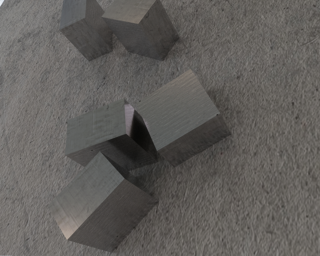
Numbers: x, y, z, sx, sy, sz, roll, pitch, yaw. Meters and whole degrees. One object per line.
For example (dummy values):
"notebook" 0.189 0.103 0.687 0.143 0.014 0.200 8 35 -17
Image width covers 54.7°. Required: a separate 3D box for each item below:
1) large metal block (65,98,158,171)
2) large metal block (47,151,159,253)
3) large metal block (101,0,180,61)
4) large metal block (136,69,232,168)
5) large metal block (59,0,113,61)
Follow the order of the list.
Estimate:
"large metal block" -0.058 0.017 0.389 0.080 0.080 0.050 -19 54 17
"large metal block" -0.061 0.085 0.348 0.080 0.080 0.050 -47 51 -5
"large metal block" -0.029 -0.156 0.479 0.080 0.080 0.050 24 75 36
"large metal block" 0.028 -0.012 0.381 0.080 0.050 0.080 -31 52 8
"large metal block" -0.127 -0.180 0.546 0.050 0.080 0.080 -18 55 18
